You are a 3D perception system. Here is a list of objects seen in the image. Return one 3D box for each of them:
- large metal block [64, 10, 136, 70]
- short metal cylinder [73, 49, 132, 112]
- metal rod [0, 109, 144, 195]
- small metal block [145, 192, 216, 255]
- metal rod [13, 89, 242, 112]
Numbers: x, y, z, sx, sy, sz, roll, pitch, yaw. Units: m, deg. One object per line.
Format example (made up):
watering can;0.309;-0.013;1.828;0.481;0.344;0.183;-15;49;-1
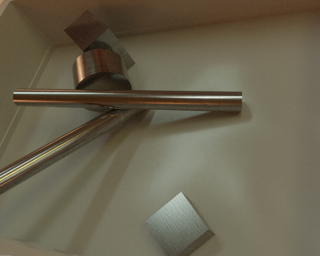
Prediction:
large metal block;-0.097;-0.131;0.499;0.050;0.080;0.080;-42;51;-1
short metal cylinder;-0.086;-0.069;0.456;0.080;0.080;0.050;-26;53;12
metal rod;-0.134;0.033;0.371;0.302;0.025;0.025;-33;46;-28
small metal block;0.021;0.106;0.329;0.050;0.025;0.050;-39;51;1
metal rod;-0.049;-0.037;0.403;0.301;0.025;0.025;2;62;11
